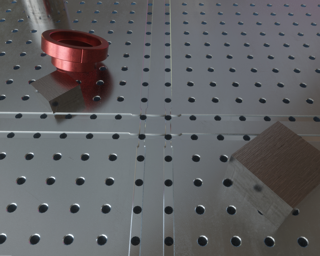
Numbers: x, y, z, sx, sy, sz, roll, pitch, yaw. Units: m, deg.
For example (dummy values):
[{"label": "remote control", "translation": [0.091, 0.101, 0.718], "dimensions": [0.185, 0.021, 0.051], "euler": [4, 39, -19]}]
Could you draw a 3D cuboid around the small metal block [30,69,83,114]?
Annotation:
[{"label": "small metal block", "translation": [-0.150, -0.055, 0.452], "dimensions": [0.050, 0.025, 0.050], "euler": [-36, 59, -27]}]

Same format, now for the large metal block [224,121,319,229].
[{"label": "large metal block", "translation": [0.134, 0.050, 0.351], "dimensions": [0.081, 0.050, 0.080], "euler": [-31, 57, -24]}]

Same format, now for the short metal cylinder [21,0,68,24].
[{"label": "short metal cylinder", "translation": [-0.222, -0.243, 0.592], "dimensions": [0.081, 0.050, 0.080], "euler": [0, 50, 0]}]

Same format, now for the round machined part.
[{"label": "round machined part", "translation": [-0.131, -0.117, 0.479], "dimensions": [0.099, 0.042, 0.098], "euler": [11, 29, -6]}]
